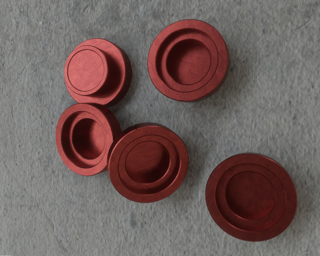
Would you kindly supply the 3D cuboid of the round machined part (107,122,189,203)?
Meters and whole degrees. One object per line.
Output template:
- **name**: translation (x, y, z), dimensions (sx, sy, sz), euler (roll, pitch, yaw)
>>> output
- **round machined part**: translation (-0.017, 0.040, 0.389), dimensions (0.099, 0.042, 0.097), euler (-4, 104, -15)

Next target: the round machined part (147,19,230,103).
- **round machined part**: translation (0.038, -0.080, 0.386), dimensions (0.098, 0.042, 0.097), euler (0, 90, 19)

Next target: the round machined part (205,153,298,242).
- **round machined part**: translation (0.106, 0.077, 0.362), dimensions (0.098, 0.042, 0.097), euler (0, 90, 19)

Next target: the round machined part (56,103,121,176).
- **round machined part**: translation (-0.092, 0.014, 0.426), dimensions (0.098, 0.042, 0.097), euler (3, 96, 26)

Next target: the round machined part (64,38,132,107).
- **round machined part**: translation (-0.093, -0.077, 0.431), dimensions (0.098, 0.042, 0.097), euler (0, 90, 19)
